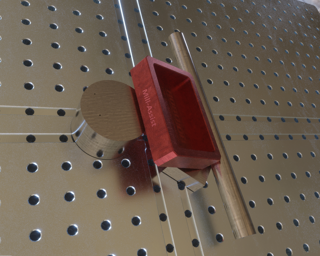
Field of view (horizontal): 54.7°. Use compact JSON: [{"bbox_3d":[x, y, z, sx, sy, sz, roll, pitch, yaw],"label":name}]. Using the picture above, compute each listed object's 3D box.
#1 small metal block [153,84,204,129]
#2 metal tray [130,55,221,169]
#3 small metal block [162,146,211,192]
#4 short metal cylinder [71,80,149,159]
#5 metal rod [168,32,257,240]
[{"bbox_3d":[0.027,-0.031,0.444,0.050,0.025,0.050,-16,70,-35],"label":"small metal block"},{"bbox_3d":[0.019,-0.017,0.376,0.091,0.030,0.130,11,55,-46],"label":"metal tray"},{"bbox_3d":[0.038,0.046,0.401,0.050,0.025,0.050,34,51,-7],"label":"small metal block"},{"bbox_3d":[-0.059,-0.009,0.366,0.081,0.050,0.080,14,56,-21],"label":"short metal cylinder"},{"bbox_3d":[0.061,-0.007,0.415,0.025,0.025,0.299,-1,62,-29],"label":"metal rod"}]
